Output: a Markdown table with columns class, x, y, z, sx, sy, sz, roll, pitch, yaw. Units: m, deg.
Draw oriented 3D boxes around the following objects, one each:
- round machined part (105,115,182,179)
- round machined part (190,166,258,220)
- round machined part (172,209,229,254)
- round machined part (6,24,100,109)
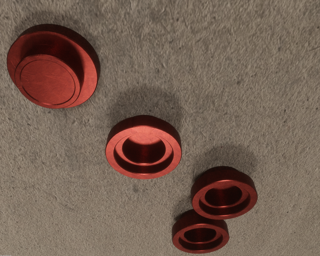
| class | x | y | z | sx | sy | sz | roll | pitch | yaw |
| --- | --- | --- | --- | --- | --- | --- | --- | --- | --- |
| round machined part | -0.021 | 0.021 | 0.414 | 0.099 | 0.042 | 0.097 | -1 | 130 | 0 |
| round machined part | 0.097 | 0.097 | 0.480 | 0.099 | 0.042 | 0.097 | -1 | 130 | 0 |
| round machined part | 0.070 | 0.180 | 0.550 | 0.099 | 0.042 | 0.097 | -1 | 130 | 0 |
| round machined part | -0.119 | -0.060 | 0.343 | 0.099 | 0.042 | 0.097 | -1 | 130 | 0 |
